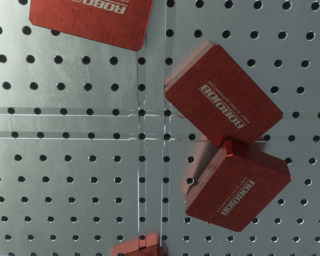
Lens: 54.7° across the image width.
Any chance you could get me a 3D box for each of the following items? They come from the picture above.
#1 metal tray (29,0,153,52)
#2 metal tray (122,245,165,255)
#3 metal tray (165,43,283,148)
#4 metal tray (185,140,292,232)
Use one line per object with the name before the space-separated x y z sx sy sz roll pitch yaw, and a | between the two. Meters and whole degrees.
metal tray | -0.075 -0.149 0.355 0.131 0.030 0.089 13 110 -6
metal tray | -0.020 0.261 0.506 0.090 0.030 0.129 -20 109 6
metal tray | 0.081 -0.033 0.400 0.130 0.030 0.090 43 104 -15
metal tray | 0.101 0.084 0.424 0.090 0.030 0.129 21 126 -8
